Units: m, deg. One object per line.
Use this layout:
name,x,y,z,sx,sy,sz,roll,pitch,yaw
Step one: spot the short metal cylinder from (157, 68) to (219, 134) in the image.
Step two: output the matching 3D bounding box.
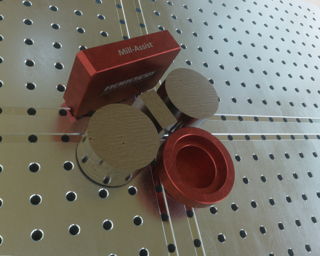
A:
short metal cylinder,0.033,-0.035,0.426,0.081,0.050,0.080,14,56,-21

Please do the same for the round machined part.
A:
round machined part,0.040,0.051,0.382,0.099,0.042,0.098,14,56,-21

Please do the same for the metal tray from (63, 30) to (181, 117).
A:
metal tray,-0.045,-0.067,0.377,0.131,0.090,0.030,-26,77,-36

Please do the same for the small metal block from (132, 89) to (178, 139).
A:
small metal block,-0.012,-0.012,0.387,0.025,0.050,0.050,-28,78,-37

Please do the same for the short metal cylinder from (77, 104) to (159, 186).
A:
short metal cylinder,-0.048,0.019,0.350,0.081,0.050,0.080,14,56,-21
